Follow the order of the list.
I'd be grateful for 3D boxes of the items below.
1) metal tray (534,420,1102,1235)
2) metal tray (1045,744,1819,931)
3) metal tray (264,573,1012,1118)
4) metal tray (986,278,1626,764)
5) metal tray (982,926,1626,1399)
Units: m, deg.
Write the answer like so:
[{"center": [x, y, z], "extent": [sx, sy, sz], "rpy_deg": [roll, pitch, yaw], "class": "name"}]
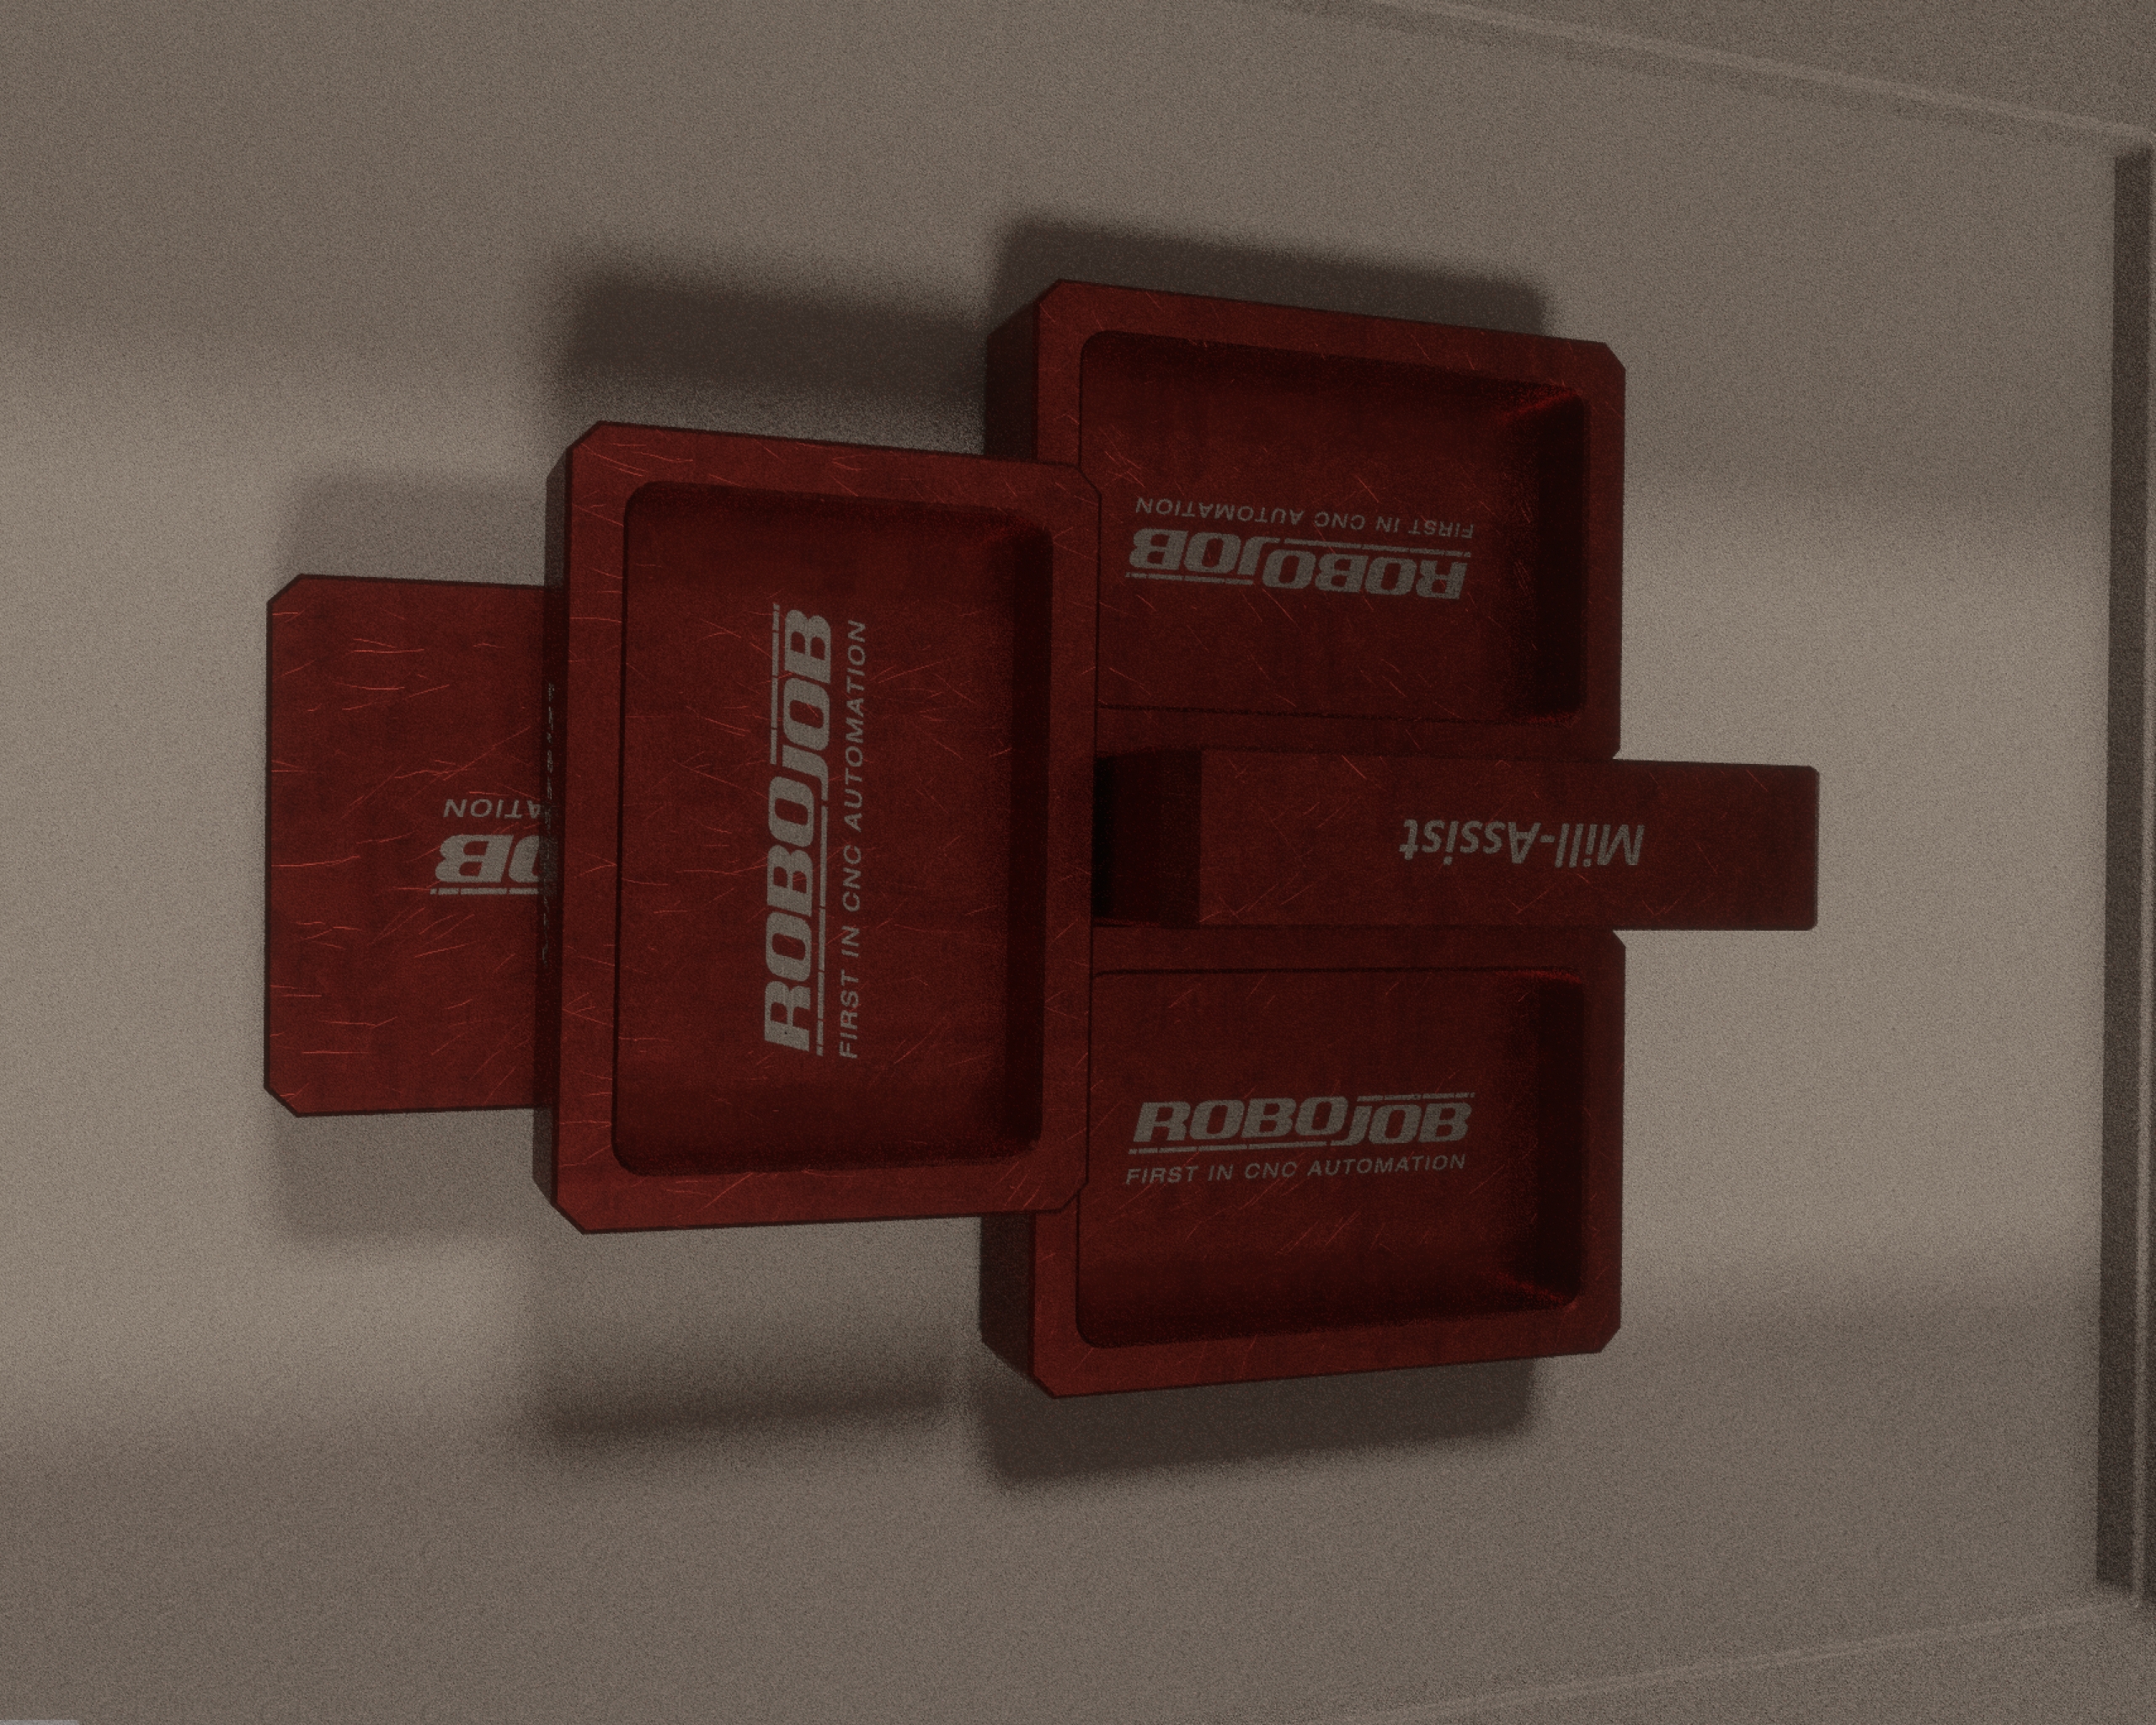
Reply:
[{"center": [-0.044, -0.005, 0.358], "extent": [0.091, 0.030, 0.129], "rpy_deg": [1, 90, -21], "class": "metal tray"}, {"center": [0.061, -0.004, 0.397], "extent": [0.131, 0.090, 0.030], "rpy_deg": [1, 90, -20], "class": "metal tray"}, {"center": [-0.076, -0.003, 0.377], "extent": [0.131, 0.030, 0.089], "rpy_deg": [0, 90, -21], "class": "metal tray"}, {"center": [0.048, -0.064, 0.425], "extent": [0.131, 0.030, 0.089], "rpy_deg": [1, 90, -21], "class": "metal tray"}, {"center": [0.048, 0.056, 0.425], "extent": [0.131, 0.030, 0.089], "rpy_deg": [1, 90, -21], "class": "metal tray"}]
